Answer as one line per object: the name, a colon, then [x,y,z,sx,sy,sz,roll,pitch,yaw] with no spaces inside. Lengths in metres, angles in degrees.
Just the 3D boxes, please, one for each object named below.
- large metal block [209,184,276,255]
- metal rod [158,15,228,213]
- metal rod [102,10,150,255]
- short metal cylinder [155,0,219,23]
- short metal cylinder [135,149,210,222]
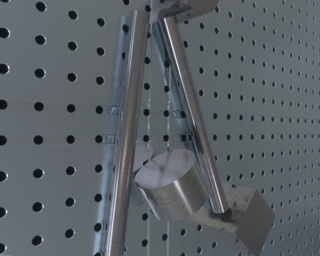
large metal block: [0.137,0.152,0.509,0.080,0.050,0.080,50,60,-28]
metal rod: [0.053,-0.010,0.453,0.025,0.025,0.298,-28,108,-37]
metal rod: [-0.040,0.006,0.375,0.025,0.025,0.298,10,84,-40]
short metal cylinder: [0.036,-0.191,0.423,0.081,0.050,0.079,0,90,-40]
short metal cylinder: [0.016,0.069,0.387,0.080,0.080,0.050,-39,115,-33]
